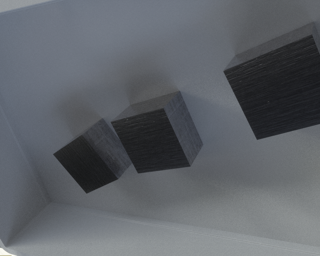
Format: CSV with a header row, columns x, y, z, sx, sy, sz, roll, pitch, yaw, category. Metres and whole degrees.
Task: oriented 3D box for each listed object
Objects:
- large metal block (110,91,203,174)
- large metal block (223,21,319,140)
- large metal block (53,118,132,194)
x,y,z,sx,sy,sz,roll,pitch,yaw,category
-0.002,0.007,0.397,0.080,0.050,0.080,-13,112,33,large metal block
0.121,-0.044,0.302,0.080,0.050,0.080,-19,109,35,large metal block
-0.100,0.044,0.470,0.080,0.050,0.080,-29,103,37,large metal block
